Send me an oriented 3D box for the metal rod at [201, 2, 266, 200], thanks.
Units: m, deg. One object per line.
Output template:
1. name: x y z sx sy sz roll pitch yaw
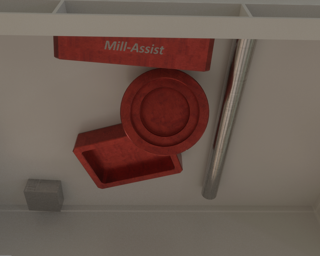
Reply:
1. metal rod: 0.086 -0.008 0.403 0.025 0.025 0.298 2 130 -2

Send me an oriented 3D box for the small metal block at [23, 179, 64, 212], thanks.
1. small metal block: -0.186 0.109 0.499 0.050 0.025 0.050 4 130 -4

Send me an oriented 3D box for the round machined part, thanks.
1. round machined part: 0.006 -0.019 0.362 0.099 0.042 0.097 0 94 2

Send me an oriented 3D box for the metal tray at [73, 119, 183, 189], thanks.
1. metal tray: -0.042 0.036 0.435 0.131 0.030 0.090 -13 129 10

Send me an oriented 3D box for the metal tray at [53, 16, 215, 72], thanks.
1. metal tray: -0.022 -0.083 0.292 0.131 0.090 0.030 4 113 -4
